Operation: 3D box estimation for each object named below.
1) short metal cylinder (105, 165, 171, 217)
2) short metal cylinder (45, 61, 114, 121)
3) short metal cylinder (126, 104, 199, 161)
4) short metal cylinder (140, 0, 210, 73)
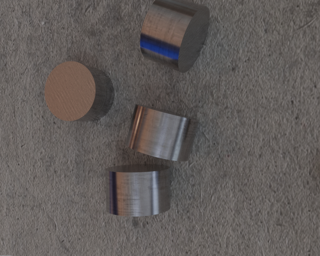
[{"bbox_3d":[-0.027,0.075,0.389,0.080,0.080,0.050,-1,90,20],"label":"short metal cylinder"},{"bbox_3d":[-0.112,-0.049,0.435,0.080,0.050,0.080,0,90,20],"label":"short metal cylinder"},{"bbox_3d":[0.003,0.004,0.379,0.080,0.080,0.050,16,96,19],"label":"short metal cylinder"},{"bbox_3d":[0.019,-0.113,0.373,0.050,0.080,0.080,25,98,18],"label":"short metal cylinder"}]
